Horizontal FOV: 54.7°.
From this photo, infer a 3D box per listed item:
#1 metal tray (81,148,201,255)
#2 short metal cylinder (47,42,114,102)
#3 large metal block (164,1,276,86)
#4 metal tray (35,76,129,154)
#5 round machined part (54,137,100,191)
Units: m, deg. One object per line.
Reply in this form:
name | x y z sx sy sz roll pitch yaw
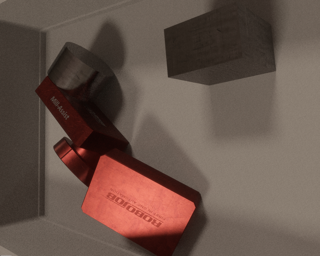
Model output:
metal tray | -0.026 0.094 0.390 0.130 0.030 0.089 27 108 11
short metal cylinder | -0.117 -0.083 0.460 0.050 0.080 0.080 -51 60 16
large metal block | 0.062 -0.080 0.318 0.080 0.081 0.050 -8 85 39
metal tray | -0.113 -0.016 0.451 0.030 0.090 0.130 -49 60 7
round machined part | -0.106 0.047 0.456 0.042 0.098 0.098 -44 58 -8
